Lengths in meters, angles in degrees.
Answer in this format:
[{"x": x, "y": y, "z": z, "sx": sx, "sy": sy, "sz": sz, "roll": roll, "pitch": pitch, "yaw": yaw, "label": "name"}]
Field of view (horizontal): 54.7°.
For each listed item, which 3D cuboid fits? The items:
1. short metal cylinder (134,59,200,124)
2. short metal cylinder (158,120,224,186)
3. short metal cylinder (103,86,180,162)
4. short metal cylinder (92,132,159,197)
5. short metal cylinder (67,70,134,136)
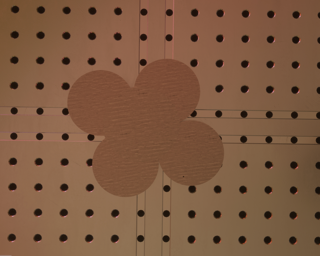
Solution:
[{"x": 0.008, "y": -0.044, "z": 0.400, "sx": 0.081, "sy": 0.050, "sz": 0.079, "roll": 0, "pitch": 90, "yaw": -1, "label": "short metal cylinder"}, {"x": 0.038, "y": 0.030, "z": 0.401, "sx": 0.081, "sy": 0.050, "sz": 0.079, "roll": 0, "pitch": 90, "yaw": -1, "label": "short metal cylinder"}, {"x": -0.020, "y": -0.005, "z": 0.349, "sx": 0.081, "sy": 0.050, "sz": 0.079, "roll": 0, "pitch": 92, "yaw": -1, "label": "short metal cylinder"}, {"x": -0.042, "y": 0.044, "z": 0.400, "sx": 0.081, "sy": 0.050, "sz": 0.079, "roll": 0, "pitch": 90, "yaw": -1, "label": "short metal cylinder"}, {"x": -0.072, "y": -0.030, "z": 0.399, "sx": 0.081, "sy": 0.050, "sz": 0.079, "roll": 0, "pitch": 90, "yaw": -1, "label": "short metal cylinder"}]
